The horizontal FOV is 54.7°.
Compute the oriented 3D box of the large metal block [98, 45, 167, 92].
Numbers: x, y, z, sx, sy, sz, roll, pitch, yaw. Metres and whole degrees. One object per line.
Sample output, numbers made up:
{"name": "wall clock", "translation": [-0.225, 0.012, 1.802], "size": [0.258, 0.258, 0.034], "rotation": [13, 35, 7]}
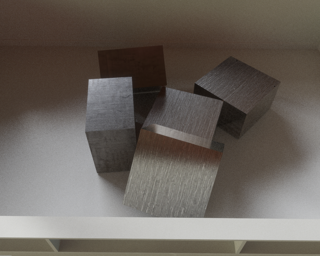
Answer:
{"name": "large metal block", "translation": [-0.037, -0.075, 0.423], "size": [0.081, 0.080, 0.050], "rotation": [-6, 92, -5]}

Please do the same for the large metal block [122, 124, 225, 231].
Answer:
{"name": "large metal block", "translation": [0.016, 0.047, 0.320], "size": [0.080, 0.079, 0.050], "rotation": [16, 10, 11]}

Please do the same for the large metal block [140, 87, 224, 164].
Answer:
{"name": "large metal block", "translation": [0.028, 0.001, 0.388], "size": [0.080, 0.050, 0.080], "rotation": [15, 52, 12]}

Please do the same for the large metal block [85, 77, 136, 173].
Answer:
{"name": "large metal block", "translation": [-0.055, -0.003, 0.370], "size": [0.050, 0.080, 0.080], "rotation": [-4, 50, -4]}

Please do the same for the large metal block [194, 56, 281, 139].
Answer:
{"name": "large metal block", "translation": [0.102, -0.044, 0.425], "size": [0.080, 0.050, 0.080], "rotation": [36, 58, 26]}
